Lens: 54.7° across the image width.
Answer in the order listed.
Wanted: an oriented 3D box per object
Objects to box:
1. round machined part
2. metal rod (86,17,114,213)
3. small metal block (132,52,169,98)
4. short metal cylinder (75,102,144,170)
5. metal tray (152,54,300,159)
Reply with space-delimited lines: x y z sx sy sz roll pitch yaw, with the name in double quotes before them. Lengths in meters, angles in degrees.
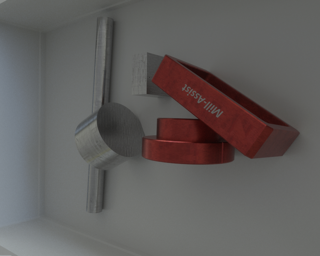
"round machined part" 0.030 0.011 0.333 0.098 0.099 0.042 4 93 39
"metal rod" -0.094 -0.018 0.481 0.025 0.025 0.298 7 94 39
"small metal block" -0.009 -0.066 0.396 0.025 0.050 0.050 1 91 40
"short metal cylinder" -0.068 0.012 0.425 0.050 0.081 0.080 -31 71 35
"metal tray" 0.064 -0.022 0.309 0.130 0.091 0.030 42 112 31
